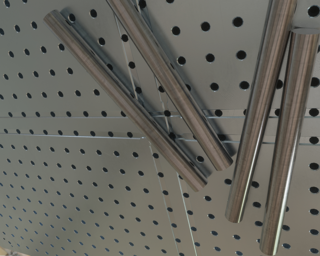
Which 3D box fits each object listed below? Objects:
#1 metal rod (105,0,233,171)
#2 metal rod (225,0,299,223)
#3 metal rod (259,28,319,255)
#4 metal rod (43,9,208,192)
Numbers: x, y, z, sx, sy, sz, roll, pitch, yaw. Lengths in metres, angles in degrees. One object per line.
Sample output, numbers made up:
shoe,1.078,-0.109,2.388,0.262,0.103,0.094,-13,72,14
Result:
metal rod,0.001,-0.074,0.365,0.025,0.025,0.299,-25,105,37
metal rod,0.108,-0.003,0.352,0.025,0.025,0.298,15,125,20
metal rod,0.143,0.040,0.360,0.025,0.025,0.298,10,123,23
metal rod,-0.041,-0.031,0.414,0.300,0.025,0.025,49,129,-6
